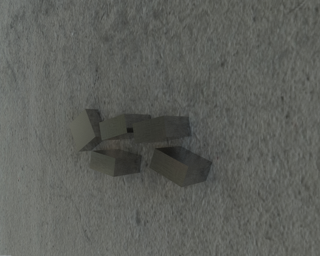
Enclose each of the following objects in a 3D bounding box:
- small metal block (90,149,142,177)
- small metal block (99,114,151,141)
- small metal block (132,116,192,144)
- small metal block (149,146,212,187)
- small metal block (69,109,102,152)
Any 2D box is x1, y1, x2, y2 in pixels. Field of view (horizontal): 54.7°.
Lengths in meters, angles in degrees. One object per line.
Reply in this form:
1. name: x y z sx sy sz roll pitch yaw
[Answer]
1. small metal block: -0.062 0.048 0.438 0.050 0.050 0.025 11 97 39
2. small metal block: -0.046 -0.001 0.424 0.050 0.050 0.025 -16 80 38
3. small metal block: 0.003 0.002 0.385 0.050 0.050 0.025 -13 82 39
4. small metal block: 0.025 0.044 0.367 0.050 0.050 0.025 26 106 36
5. small metal block: -0.116 0.004 0.497 0.050 0.025 0.050 -37 68 33
